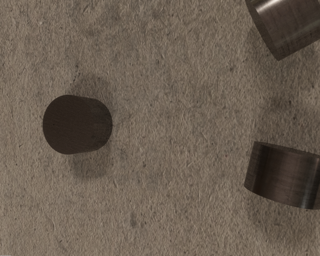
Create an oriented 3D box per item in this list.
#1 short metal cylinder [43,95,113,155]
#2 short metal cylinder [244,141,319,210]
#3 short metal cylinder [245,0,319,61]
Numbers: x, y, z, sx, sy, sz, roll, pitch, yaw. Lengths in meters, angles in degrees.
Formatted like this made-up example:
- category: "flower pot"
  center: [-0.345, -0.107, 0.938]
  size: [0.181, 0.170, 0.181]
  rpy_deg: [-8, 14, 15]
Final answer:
- category: "short metal cylinder"
  center: [-0.115, -0.005, 0.435]
  size: [0.080, 0.050, 0.079]
  rpy_deg: [0, 90, 19]
- category: "short metal cylinder"
  center: [0.136, 0.048, 0.332]
  size: [0.080, 0.080, 0.050]
  rpy_deg: [14, 95, 19]
- category: "short metal cylinder"
  center: [0.133, -0.120, 0.333]
  size: [0.050, 0.080, 0.080]
  rpy_deg: [-28, 81, 17]
